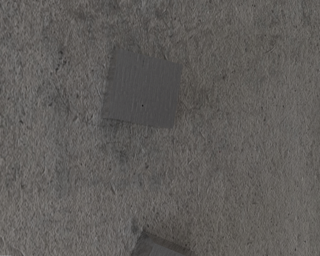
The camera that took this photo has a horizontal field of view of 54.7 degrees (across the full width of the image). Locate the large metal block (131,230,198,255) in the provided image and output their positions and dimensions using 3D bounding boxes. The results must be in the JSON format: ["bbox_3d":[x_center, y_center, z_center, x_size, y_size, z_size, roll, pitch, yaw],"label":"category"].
[{"bbox_3d":[0.002,0.190,0.396,0.080,0.050,0.080,29,81,-18],"label":"large metal block"}]

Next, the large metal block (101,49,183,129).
[{"bbox_3d":[-0.024,-0.045,0.387,0.081,0.050,0.080,10,87,-20],"label":"large metal block"}]
